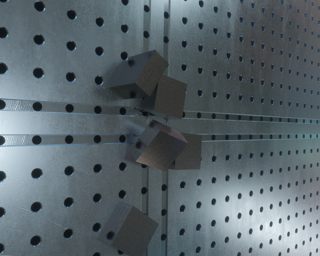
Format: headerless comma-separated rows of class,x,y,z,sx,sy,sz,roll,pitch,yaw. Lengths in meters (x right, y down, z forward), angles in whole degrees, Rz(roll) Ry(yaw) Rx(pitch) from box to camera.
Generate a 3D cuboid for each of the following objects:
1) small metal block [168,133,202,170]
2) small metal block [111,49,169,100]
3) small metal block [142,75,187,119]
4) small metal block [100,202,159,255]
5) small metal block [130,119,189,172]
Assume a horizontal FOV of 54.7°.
small metal block,0.032,0.033,0.439,0.050,0.025,0.050,6,86,-40
small metal block,-0.025,-0.063,0.374,0.025,0.050,0.050,42,64,-33
small metal block,0.007,-0.041,0.417,0.050,0.025,0.050,14,81,-39
small metal block,-0.036,0.127,0.381,0.050,0.025,0.050,45,63,-31
small metal block,-0.001,0.023,0.394,0.050,0.025,0.050,25,111,-37
